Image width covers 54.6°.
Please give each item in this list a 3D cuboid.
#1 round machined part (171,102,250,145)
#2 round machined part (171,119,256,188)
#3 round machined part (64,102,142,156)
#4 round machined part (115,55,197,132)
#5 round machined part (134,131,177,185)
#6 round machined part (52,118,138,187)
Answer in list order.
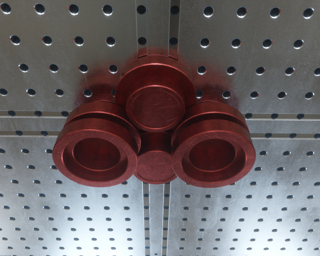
[{"bbox_3d":[0.063,0.005,0.404,0.099,0.042,0.097,0,130,0],"label":"round machined part"},{"bbox_3d":[0.063,0.027,0.381,0.099,0.042,0.097,0,130,0],"label":"round machined part"},{"bbox_3d":[-0.073,0.005,0.403,0.099,0.042,0.097,0,130,0],"label":"round machined part"},{"bbox_3d":[-0.005,-0.033,0.371,0.099,0.042,0.097,0,130,0],"label":"round machined part"},{"bbox_3d":[-0.005,0.042,0.435,0.099,0.042,0.097,0,130,0],"label":"round machined part"},{"bbox_3d":[-0.076,0.025,0.378,0.099,0.042,0.097,0,130,0],"label":"round machined part"}]
